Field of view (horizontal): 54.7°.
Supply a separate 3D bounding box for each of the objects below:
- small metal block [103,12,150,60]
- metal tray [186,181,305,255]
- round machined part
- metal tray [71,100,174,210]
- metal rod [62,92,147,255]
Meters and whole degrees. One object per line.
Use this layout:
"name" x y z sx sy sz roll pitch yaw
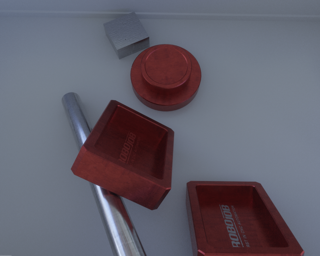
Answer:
"small metal block" -0.049 -0.137 0.459 0.050 0.025 0.050 -25 72 -9
"metal tray" 0.077 0.099 0.323 0.091 0.130 0.030 1 108 0
"round machined part" 0.008 -0.076 0.428 0.099 0.042 0.098 0 70 -1
"metal tray" -0.032 0.022 0.341 0.090 0.130 0.030 27 114 -9
"metal rod" -0.062 0.051 0.320 0.025 0.025 0.300 -25 45 -9
